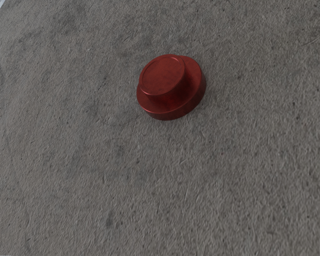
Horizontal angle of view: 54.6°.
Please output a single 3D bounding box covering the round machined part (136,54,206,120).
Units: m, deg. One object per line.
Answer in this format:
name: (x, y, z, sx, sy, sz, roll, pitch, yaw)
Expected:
round machined part: (0.010, -0.063, 0.427, 0.098, 0.042, 0.098, -13, 56, 21)
